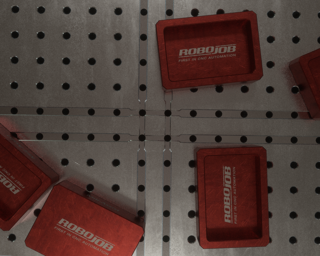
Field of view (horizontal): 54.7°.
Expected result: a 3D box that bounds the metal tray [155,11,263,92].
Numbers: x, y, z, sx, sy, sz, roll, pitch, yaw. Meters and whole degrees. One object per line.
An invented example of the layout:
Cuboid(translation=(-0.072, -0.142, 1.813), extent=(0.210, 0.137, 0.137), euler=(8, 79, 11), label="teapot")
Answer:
Cuboid(translation=(0.063, -0.100, 0.411), extent=(0.131, 0.030, 0.089), euler=(-6, 90, -1), label="metal tray")

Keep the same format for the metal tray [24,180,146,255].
Cuboid(translation=(-0.096, 0.139, 0.410), extent=(0.130, 0.030, 0.090), euler=(27, 90, -1), label="metal tray")

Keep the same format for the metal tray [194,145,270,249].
Cuboid(translation=(0.094, 0.089, 0.412), extent=(0.091, 0.030, 0.129), euler=(-2, 90, -1), label="metal tray")

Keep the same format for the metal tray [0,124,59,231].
Cuboid(translation=(-0.214, 0.058, 0.408), extent=(0.130, 0.030, 0.090), euler=(42, 90, -1), label="metal tray")

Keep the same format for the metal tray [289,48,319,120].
Cuboid(translation=(0.254, -0.075, 0.414), extent=(0.131, 0.030, 0.090), euler=(-23, 90, -1), label="metal tray")
